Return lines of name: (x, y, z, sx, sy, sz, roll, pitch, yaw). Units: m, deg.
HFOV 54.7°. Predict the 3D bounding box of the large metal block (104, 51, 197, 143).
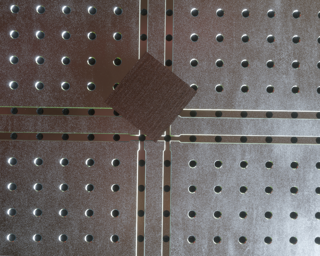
large metal block: (-0.011, -0.038, 0.401, 0.080, 0.050, 0.080, 39, 90, -1)
